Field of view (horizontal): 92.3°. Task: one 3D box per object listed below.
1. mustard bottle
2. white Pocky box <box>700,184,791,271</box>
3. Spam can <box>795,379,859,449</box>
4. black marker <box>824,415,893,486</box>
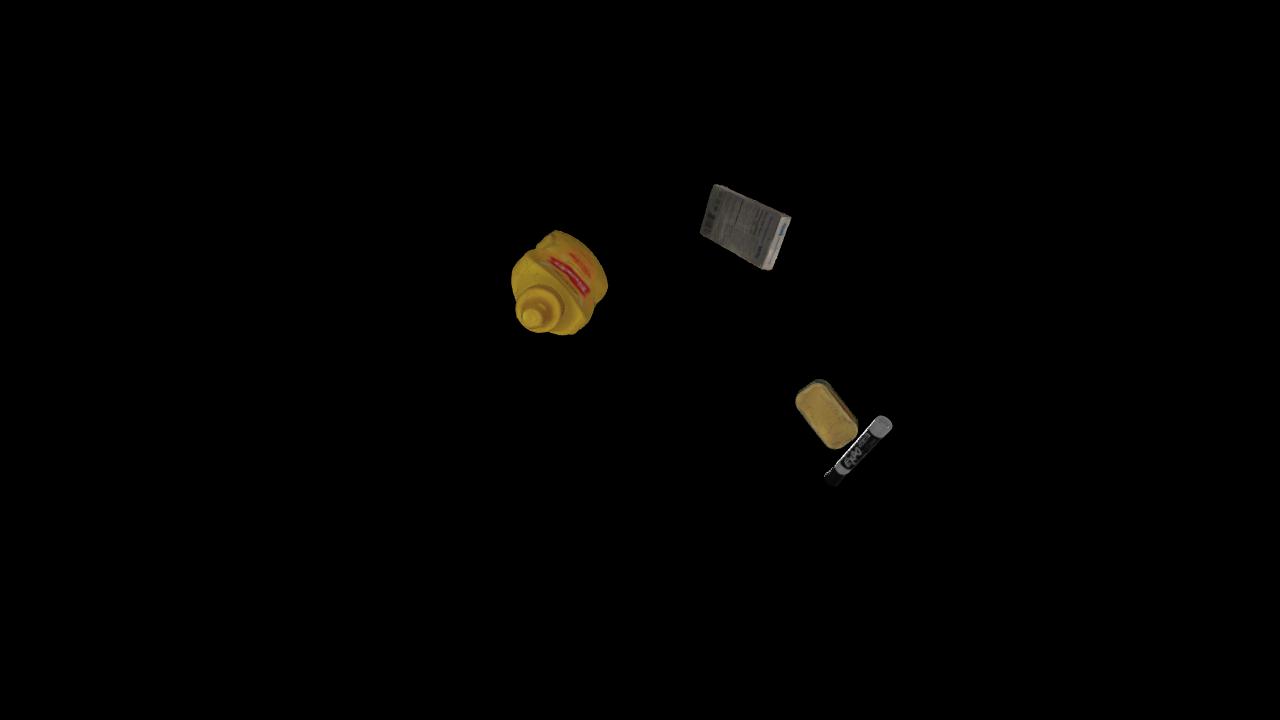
[{"bbox_3d":[-0.083,-0.070,0.607,0.054,0.092,0.184,-32,16,18],"label":"mustard bottle"},{"bbox_3d":[0.155,-0.204,0.934,0.028,0.084,0.154,-4,31,-36],"label":"white Pocky box"},{"bbox_3d":[0.277,0.080,0.913,0.058,0.101,0.085,-39,-12,15],"label":"Spam can"},{"bbox_3d":[0.237,0.103,0.676,0.020,0.020,0.121,0,-40,-19],"label":"black marker"}]
